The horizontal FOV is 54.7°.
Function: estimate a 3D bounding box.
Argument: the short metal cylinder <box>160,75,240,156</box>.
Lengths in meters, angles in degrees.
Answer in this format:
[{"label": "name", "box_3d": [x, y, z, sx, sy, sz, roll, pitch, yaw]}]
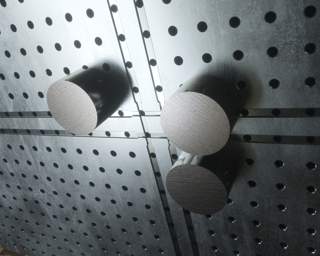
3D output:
[{"label": "short metal cylinder", "box_3d": [0.047, -0.015, 0.360, 0.080, 0.050, 0.079, 13, 124, 20]}]

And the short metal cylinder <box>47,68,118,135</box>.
[{"label": "short metal cylinder", "box_3d": [-0.106, -0.037, 0.426, 0.080, 0.050, 0.079, 13, 124, 20]}]

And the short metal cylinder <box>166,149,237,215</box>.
[{"label": "short metal cylinder", "box_3d": [0.055, 0.066, 0.406, 0.080, 0.050, 0.079, 13, 124, 20]}]
